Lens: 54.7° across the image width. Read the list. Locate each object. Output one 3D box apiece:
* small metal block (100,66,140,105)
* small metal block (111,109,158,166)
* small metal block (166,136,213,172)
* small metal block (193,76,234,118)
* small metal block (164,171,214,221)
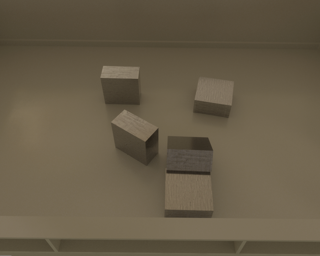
[{"bbox_3d":[-0.054,-0.060,0.438,0.050,0.050,0.025,2,50,1],"label":"small metal block"},{"bbox_3d":[-0.030,0.012,0.378,0.050,0.050,0.025,28,56,21],"label":"small metal block"},{"bbox_3d":[0.034,0.029,0.365,0.050,0.025,0.050,2,15,1],"label":"small metal block"},{"bbox_3d":[0.077,-0.045,0.444,0.050,0.025,0.050,10,51,7],"label":"small metal block"},{"bbox_3d":[0.031,0.073,0.344,0.050,0.025,0.050,2,50,1],"label":"small metal block"}]
